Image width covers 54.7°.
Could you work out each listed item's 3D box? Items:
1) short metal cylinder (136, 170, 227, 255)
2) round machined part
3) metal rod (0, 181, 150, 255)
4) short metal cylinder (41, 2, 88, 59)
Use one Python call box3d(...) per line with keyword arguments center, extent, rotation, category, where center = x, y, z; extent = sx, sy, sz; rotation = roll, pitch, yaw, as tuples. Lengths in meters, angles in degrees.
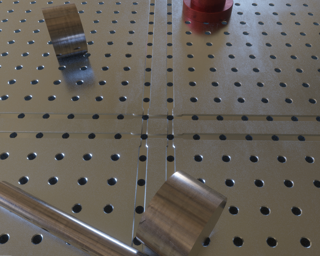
box3d(center=(0.022, 0.088, 0.298), extent=(0.050, 0.080, 0.080), rotation=(30, 56, 22), category="short metal cylinder")
box3d(center=(0.095, -0.252, 0.609), extent=(0.099, 0.042, 0.098), rotation=(0, 50, 0), category="round machined part")
box3d(center=(-0.045, 0.122, 0.304), extent=(0.301, 0.025, 0.025), rotation=(21, 53, 16), category="metal rod")
box3d(center=(-0.154, -0.157, 0.503), extent=(0.050, 0.080, 0.080), rotation=(-17, 52, -14), category="short metal cylinder")
